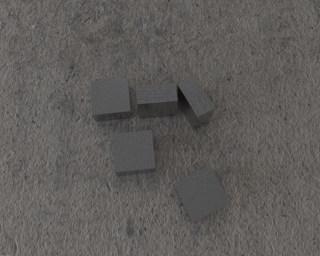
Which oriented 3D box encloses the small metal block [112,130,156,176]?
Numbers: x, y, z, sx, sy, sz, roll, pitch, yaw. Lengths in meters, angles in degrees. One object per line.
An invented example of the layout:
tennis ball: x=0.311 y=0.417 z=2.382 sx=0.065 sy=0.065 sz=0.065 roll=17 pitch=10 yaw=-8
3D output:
small metal block: x=-0.033 y=0.032 z=0.396 sx=0.050 sy=0.025 sz=0.050 roll=-5 pitch=70 yaw=-2

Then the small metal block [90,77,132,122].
small metal block: x=-0.066 y=-0.038 z=0.422 sx=0.050 sy=0.025 sz=0.050 roll=-6 pitch=70 yaw=-2

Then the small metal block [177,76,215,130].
small metal block: x=0.045 y=-0.031 z=0.406 sx=0.025 sy=0.050 sz=0.050 roll=-27 pitch=72 yaw=-9

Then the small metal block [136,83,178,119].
small metal block: x=-0.004 y=-0.035 z=0.407 sx=0.050 sy=0.050 sz=0.025 roll=-5 pitch=70 yaw=-2

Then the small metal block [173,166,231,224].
small metal block: x=0.049 y=0.082 z=0.378 sx=0.050 sy=0.025 sz=0.050 roll=-24 pitch=72 yaw=-9
